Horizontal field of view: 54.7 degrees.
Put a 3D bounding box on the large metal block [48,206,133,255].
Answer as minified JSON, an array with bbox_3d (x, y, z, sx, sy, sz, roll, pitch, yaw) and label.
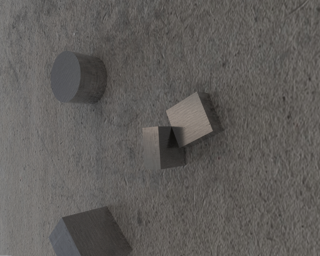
[{"bbox_3d":[-0.101,0.169,0.453,0.080,0.081,0.050,51,120,27],"label":"large metal block"}]

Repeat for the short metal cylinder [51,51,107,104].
[{"bbox_3d":[-0.131,-0.079,0.497,0.080,0.050,0.080,0,90,40],"label":"short metal cylinder"}]

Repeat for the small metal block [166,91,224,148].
[{"bbox_3d":[0.041,-0.009,0.371,0.050,0.025,0.050,-31,71,35],"label":"small metal block"}]

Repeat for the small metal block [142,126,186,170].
[{"bbox_3d":[0.006,0.024,0.384,0.025,0.050,0.050,-6,86,40],"label":"small metal block"}]
